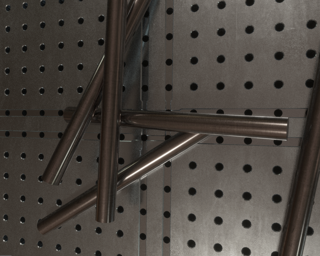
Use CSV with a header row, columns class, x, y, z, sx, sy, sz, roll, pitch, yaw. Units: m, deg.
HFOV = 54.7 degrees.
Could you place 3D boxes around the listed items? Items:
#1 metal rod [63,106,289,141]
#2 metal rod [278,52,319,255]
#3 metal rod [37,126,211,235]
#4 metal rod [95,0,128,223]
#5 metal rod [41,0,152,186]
class,x,y,z,sx,sy,sz,roll,pitch,yaw
metal rod,0.000,-0.009,0.392,0.301,0.025,0.025,4,92,27
metal rod,0.169,0.044,0.352,0.025,0.025,0.298,11,94,19
metal rod,-0.057,0.073,0.431,0.300,0.025,0.025,-33,80,16
metal rod,-0.061,-0.030,0.392,0.025,0.025,0.298,5,93,19
metal rod,-0.079,-0.063,0.414,0.025,0.025,0.299,26,89,18
